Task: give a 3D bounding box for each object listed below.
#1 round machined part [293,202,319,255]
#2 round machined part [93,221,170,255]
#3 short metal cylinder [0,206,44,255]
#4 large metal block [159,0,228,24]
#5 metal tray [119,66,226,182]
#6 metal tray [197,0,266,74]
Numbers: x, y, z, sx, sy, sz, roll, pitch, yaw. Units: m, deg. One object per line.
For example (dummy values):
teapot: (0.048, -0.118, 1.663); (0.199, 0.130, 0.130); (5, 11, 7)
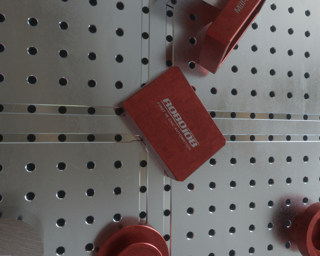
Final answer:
round machined part: (0.257, 0.167, 0.499); (0.099, 0.042, 0.097); (0, 90, -20)
round machined part: (-0.033, 0.172, 0.392); (0.099, 0.042, 0.097); (0, 90, -20)
short metal cylinder: (-0.169, 0.131, 0.337); (0.081, 0.050, 0.079); (0, 90, -20)
large metal block: (0.054, -0.201, 0.419); (0.081, 0.050, 0.080); (19, 84, -19)
metal tray: (0.019, -0.005, 0.417); (0.090, 0.030, 0.130); (-38, 103, -16)
metal tray: (0.103, -0.144, 0.413); (0.030, 0.090, 0.130); (35, 78, 7)
